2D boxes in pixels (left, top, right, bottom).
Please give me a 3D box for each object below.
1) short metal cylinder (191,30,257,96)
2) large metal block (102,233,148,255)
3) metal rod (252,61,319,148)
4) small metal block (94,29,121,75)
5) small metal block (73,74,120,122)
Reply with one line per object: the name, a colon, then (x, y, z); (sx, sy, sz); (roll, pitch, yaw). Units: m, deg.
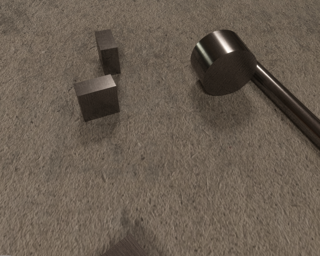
short metal cylinder: (0.091, -0.093, 0.447); (0.081, 0.080, 0.050); (-13, 52, -11)
large metal block: (-0.032, 0.152, 0.259); (0.081, 0.050, 0.080); (-32, 57, -24)
metal rod: (0.185, -0.028, 0.428); (0.025, 0.025, 0.300); (-19, 53, -16)
small metal block: (-0.082, -0.118, 0.485); (0.025, 0.050, 0.050); (-14, 52, -12)
small metal block: (-0.085, -0.040, 0.419); (0.050, 0.050, 0.025); (-18, 53, -15)
